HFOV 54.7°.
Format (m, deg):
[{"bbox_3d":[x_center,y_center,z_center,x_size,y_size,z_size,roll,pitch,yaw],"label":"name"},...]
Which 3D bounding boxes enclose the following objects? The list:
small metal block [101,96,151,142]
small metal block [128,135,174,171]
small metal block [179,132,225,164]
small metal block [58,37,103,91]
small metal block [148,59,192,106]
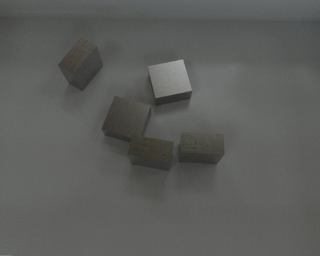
[{"bbox_3d":[-0.043,-0.010,0.413,0.050,0.025,0.050,16,71,5],"label":"small metal block"},{"bbox_3d":[-0.011,0.032,0.384,0.050,0.050,0.025,10,71,3],"label":"small metal block"},{"bbox_3d":[0.050,0.026,0.387,0.050,0.050,0.025,2,70,1],"label":"small metal block"},{"bbox_3d":[-0.108,-0.087,0.427,0.025,0.050,0.050,31,73,10],"label":"small metal block"},{"bbox_3d":[0.013,-0.063,0.433,0.050,0.025,0.050,-12,71,-5],"label":"small metal block"}]
